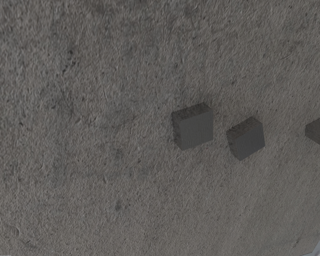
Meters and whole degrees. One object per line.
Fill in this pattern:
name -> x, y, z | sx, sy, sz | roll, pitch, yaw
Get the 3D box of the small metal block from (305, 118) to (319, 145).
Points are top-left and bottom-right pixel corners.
small metal block -> 0.301, 0.006, 0.559 | 0.050, 0.050, 0.025 | -25, 128, -13

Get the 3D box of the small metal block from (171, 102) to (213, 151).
small metal block -> 0.046, -0.002, 0.430 | 0.050, 0.025, 0.050 | -19, 126, -18

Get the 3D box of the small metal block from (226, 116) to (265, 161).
small metal block -> 0.137, 0.017, 0.492 | 0.050, 0.025, 0.050 | -30, 129, -10
